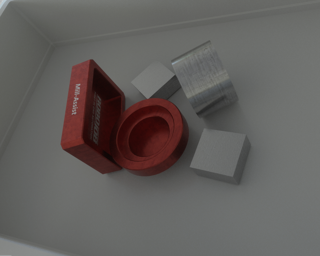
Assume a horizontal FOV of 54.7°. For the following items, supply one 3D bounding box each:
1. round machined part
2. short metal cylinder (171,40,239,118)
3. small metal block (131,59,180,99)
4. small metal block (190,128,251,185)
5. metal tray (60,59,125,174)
[{"bbox_3d":[-0.010,0.015,0.386,0.098,0.042,0.098,-13,56,20],"label":"round machined part"},{"bbox_3d":[0.054,-0.058,0.375,0.050,0.080,0.080,-26,53,12],"label":"short metal cylinder"},{"bbox_3d":[-0.006,-0.064,0.444,0.050,0.025,0.050,-42,50,-1],"label":"small metal block"},{"bbox_3d":[0.068,0.031,0.348,0.050,0.025,0.050,9,66,33],"label":"small metal block"},{"bbox_3d":[-0.083,-0.015,0.413,0.030,0.090,0.130,-16,55,20],"label":"metal tray"}]
